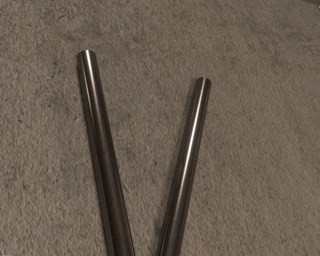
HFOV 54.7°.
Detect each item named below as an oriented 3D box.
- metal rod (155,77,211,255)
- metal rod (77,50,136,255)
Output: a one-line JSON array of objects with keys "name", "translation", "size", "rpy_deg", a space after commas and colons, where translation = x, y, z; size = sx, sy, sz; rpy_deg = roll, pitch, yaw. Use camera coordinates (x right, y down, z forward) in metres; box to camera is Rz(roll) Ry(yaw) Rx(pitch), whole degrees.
[{"name": "metal rod", "translation": [0.034, 0.045, 0.395], "size": [0.025, 0.025, 0.300], "rpy_deg": [26, 52, -13]}, {"name": "metal rod", "translation": [-0.061, 0.037, 0.348], "size": [0.025, 0.025, 0.299], "rpy_deg": [-1, 62, -29]}]
